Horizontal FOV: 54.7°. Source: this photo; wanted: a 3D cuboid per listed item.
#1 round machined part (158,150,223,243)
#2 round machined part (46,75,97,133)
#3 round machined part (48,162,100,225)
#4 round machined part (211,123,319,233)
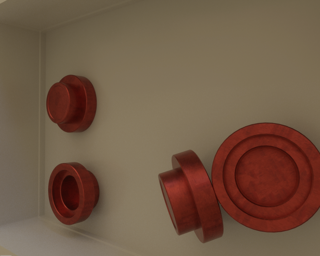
[{"bbox_3d":[0.028,0.076,0.335,0.098,0.042,0.097,164,89,-83],"label":"round machined part"},{"bbox_3d":[-0.154,-0.041,0.520,0.098,0.042,0.097,0,90,39],"label":"round machined part"},{"bbox_3d":[-0.137,0.104,0.506,0.098,0.042,0.097,0,90,39],"label":"round machined part"},{"bbox_3d":[0.102,0.046,0.297,0.098,0.042,0.097,-3,81,18],"label":"round machined part"}]
